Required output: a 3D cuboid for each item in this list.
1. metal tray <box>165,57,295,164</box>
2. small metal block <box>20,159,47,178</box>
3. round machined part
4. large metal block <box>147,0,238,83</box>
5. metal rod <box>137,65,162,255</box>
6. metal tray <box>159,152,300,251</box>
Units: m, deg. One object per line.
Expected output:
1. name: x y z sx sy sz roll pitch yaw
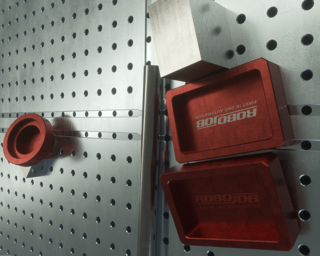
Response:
1. metal tray: 0.071 -0.014 0.346 0.130 0.030 0.090 -15 81 38
2. small metal block: -0.257 0.064 0.618 0.050 0.025 0.050 47 118 29
3. round machined part: -0.237 0.025 0.575 0.098 0.042 0.098 -8 68 20
4. large metal block: 0.038 -0.097 0.341 0.050 0.081 0.080 -17 79 38
5. metal rod: -0.015 0.067 0.419 0.025 0.025 0.298 4 92 39
6. metal tray: 0.069 0.080 0.333 0.130 0.030 0.090 -14 96 38
